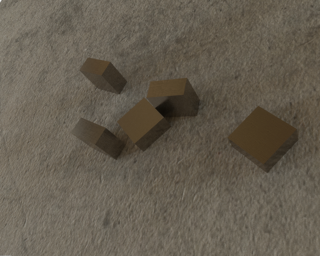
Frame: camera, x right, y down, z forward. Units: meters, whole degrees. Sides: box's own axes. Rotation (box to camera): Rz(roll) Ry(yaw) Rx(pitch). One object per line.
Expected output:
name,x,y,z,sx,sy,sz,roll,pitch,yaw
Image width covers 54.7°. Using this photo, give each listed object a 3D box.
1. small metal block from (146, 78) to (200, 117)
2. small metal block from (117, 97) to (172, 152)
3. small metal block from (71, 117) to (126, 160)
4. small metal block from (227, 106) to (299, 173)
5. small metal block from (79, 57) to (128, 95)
small metal block,0.018,-0.038,0.400,0.050,0.050,0.025,-2,61,27
small metal block,-0.022,-0.005,0.417,0.050,0.025,0.050,-42,51,-1
small metal block,-0.083,0.015,0.421,0.050,0.050,0.025,20,73,35
small metal block,0.112,0.012,0.338,0.050,0.025,0.050,-45,51,-4
small metal block,-0.087,-0.081,0.481,0.050,0.050,0.025,18,71,34
